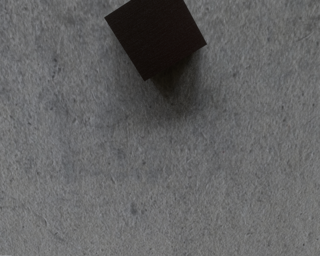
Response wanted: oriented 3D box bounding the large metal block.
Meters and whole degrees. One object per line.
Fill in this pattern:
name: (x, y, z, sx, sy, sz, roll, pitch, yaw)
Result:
large metal block: (-0.004, -0.112, 0.355, 0.080, 0.050, 0.080, -29, 108, 10)
